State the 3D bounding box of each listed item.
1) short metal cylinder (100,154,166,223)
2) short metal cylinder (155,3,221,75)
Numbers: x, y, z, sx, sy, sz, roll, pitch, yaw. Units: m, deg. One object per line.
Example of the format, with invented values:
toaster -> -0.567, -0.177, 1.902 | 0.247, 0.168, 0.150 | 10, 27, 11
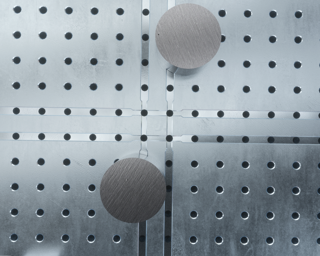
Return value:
short metal cylinder -> -0.033, 0.076, 0.400 | 0.081, 0.050, 0.079 | 0, 90, 0
short metal cylinder -> 0.034, -0.112, 0.401 | 0.081, 0.050, 0.079 | 0, 90, 0
